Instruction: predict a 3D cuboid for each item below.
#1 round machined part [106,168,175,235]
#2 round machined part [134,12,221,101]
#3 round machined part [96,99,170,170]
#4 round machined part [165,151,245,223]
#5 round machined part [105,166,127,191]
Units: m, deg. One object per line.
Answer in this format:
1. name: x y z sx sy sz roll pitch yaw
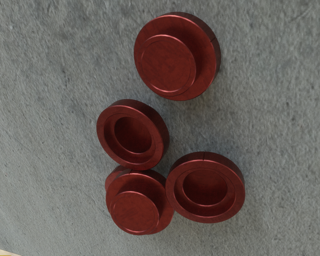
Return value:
1. round machined part: -0.029 0.107 0.426 0.098 0.042 0.097 5 110 13
2. round machined part: 0.014 -0.074 0.342 0.098 0.042 0.097 13 124 20
3. round machined part: -0.032 0.005 0.414 0.098 0.042 0.097 13 124 20
4. round machined part: 0.059 0.071 0.399 0.098 0.042 0.097 5 117 10
5. round machined part: -0.045 0.108 0.485 0.098 0.042 0.097 13 124 20
